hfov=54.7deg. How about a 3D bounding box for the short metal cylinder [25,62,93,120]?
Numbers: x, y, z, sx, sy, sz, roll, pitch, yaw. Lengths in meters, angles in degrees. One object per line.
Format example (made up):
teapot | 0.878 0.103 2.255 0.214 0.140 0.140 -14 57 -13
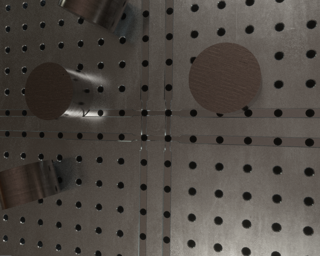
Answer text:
short metal cylinder | -0.145 -0.051 0.449 0.080 0.050 0.079 0 90 19

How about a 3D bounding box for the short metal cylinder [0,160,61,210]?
short metal cylinder | -0.190 0.081 0.449 0.080 0.080 0.050 -18 84 19

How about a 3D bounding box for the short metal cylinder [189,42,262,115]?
short metal cylinder | 0.080 -0.056 0.371 0.080 0.050 0.079 0 90 19

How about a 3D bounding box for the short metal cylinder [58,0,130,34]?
short metal cylinder | -0.088 -0.168 0.413 0.080 0.080 0.050 29 100 17
